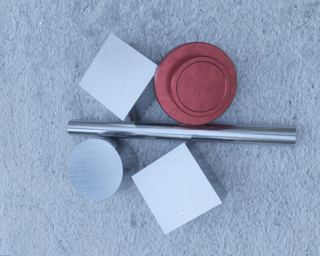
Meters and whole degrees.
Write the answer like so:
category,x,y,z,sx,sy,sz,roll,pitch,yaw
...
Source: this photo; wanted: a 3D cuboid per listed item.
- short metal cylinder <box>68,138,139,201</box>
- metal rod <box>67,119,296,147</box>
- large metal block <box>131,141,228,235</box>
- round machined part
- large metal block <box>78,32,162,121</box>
category,x,y,z,sx,sy,sz,roll,pitch,yaw
short metal cylinder,-0.076,0.054,0.422,0.080,0.050,0.079,0,90,19
metal rod,0.013,0.004,0.406,0.301,0.025,0.025,2,91,19
large metal block,0.025,0.072,0.387,0.080,0.050,0.080,-35,79,16
round machined part,0.043,-0.050,0.360,0.099,0.042,0.097,-2,105,-8
large metal block,-0.045,-0.065,0.409,0.080,0.050,0.080,38,102,15
